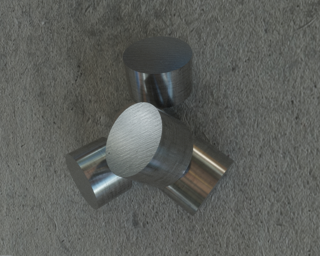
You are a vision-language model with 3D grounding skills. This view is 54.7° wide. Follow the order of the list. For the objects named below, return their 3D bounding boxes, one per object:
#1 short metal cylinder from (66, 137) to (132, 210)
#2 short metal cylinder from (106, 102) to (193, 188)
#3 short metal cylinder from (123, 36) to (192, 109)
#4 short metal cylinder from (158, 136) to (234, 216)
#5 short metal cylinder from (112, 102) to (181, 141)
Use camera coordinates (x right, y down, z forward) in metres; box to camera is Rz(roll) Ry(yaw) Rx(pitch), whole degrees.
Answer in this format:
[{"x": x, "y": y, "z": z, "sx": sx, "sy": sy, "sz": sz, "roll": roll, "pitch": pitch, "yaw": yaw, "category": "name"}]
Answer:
[{"x": -0.080, "y": 0.058, "z": 0.403, "sx": 0.080, "sy": 0.050, "sz": 0.079, "roll": 38, "pitch": 144, "yaw": 36, "category": "short metal cylinder"}, {"x": -0.012, "y": 0.019, "z": 0.330, "sx": 0.080, "sy": 0.050, "sz": 0.080, "roll": -21, "pitch": 56, "yaw": 36, "category": "short metal cylinder"}, {"x": -0.001, "y": -0.068, "z": 0.375, "sx": 0.080, "sy": 0.080, "sz": 0.050, "roll": 15, "pitch": 138, "yaw": 19, "category": "short metal cylinder"}, {"x": 0.043, "y": 0.056, "z": 0.366, "sx": 0.050, "sy": 0.080, "sz": 0.080, "roll": 36, "pitch": 102, "yaw": 16, "category": "short metal cylinder"}, {"x": -0.015, "y": 0.006, "z": 0.402, "sx": 0.080, "sy": 0.050, "sz": 0.080, "roll": 0, "pitch": 89, "yaw": 19, "category": "short metal cylinder"}]
